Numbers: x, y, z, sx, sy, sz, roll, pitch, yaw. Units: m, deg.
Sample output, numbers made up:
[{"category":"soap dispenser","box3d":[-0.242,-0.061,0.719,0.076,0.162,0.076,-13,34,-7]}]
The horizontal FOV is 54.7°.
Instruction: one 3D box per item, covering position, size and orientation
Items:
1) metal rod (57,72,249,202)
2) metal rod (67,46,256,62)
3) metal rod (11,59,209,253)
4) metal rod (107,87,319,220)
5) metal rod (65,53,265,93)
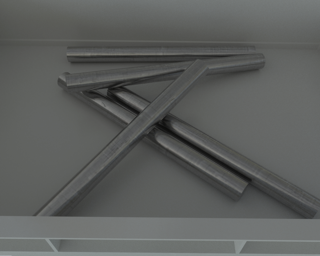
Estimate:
[{"category":"metal rod","box3d":[-0.025,0.000,0.404,0.300,0.025,0.025,31,57,23]},{"category":"metal rod","box3d":[0.003,-0.121,0.506,0.302,0.025,0.025,-1,50,-1]},{"category":"metal rod","box3d":[-0.041,0.016,0.363,0.025,0.025,0.301,34,65,24]},{"category":"metal rod","box3d":[0.050,0.017,0.391,0.300,0.025,0.025,31,57,23]},{"category":"metal rod","box3d":[0.019,-0.083,0.454,0.302,0.025,0.025,-10,51,-17]}]
